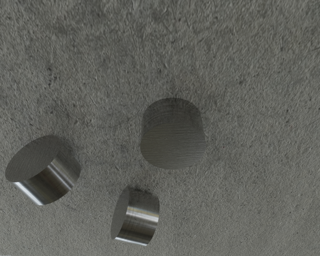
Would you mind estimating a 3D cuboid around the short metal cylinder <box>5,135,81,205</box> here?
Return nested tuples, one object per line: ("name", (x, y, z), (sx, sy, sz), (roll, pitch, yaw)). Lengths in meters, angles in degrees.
("short metal cylinder", (-0.156, 0.056, 0.417), (0.080, 0.080, 0.050), (-17, 128, 13))

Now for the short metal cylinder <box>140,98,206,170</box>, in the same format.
("short metal cylinder", (0.016, 0.008, 0.398), (0.081, 0.050, 0.079), (0, 130, 0))

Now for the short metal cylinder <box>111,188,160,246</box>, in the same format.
("short metal cylinder", (-0.040, 0.140, 0.490), (0.050, 0.080, 0.079), (20, 127, -16))
